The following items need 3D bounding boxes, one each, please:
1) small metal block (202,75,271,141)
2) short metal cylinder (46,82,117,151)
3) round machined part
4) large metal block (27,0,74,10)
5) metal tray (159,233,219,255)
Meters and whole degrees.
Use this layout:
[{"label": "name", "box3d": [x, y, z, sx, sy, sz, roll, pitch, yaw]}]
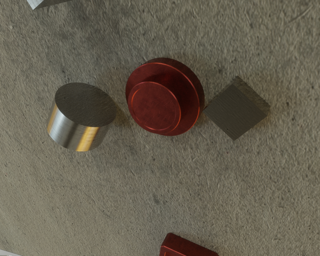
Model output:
[{"label": "small metal block", "box3d": [0.085, -0.022, 0.348, 0.050, 0.025, 0.050, 43, 129, -2]}, {"label": "short metal cylinder", "box3d": [-0.105, -0.015, 0.415, 0.080, 0.080, 0.050, 37, 129, 3]}, {"label": "round machined part", "box3d": [0.000, -0.032, 0.375, 0.098, 0.042, 0.097, 13, 124, 20]}, {"label": "large metal block", "box3d": [-0.112, -0.178, 0.318, 0.050, 0.080, 0.080, -20, 108, 35]}, {"label": "metal tray", "box3d": [0.042, 0.248, 0.532, 0.090, 0.030, 0.129, 19, 126, 17]}]
